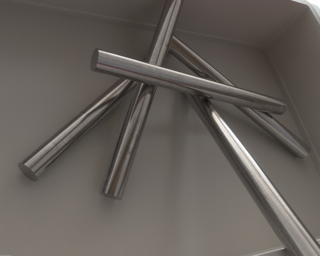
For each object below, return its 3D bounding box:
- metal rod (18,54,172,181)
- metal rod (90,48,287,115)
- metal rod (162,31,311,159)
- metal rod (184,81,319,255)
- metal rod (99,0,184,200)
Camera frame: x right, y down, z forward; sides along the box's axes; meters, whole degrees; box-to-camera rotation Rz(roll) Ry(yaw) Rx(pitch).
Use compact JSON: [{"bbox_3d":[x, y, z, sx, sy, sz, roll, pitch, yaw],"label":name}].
[{"bbox_3d":[-0.055,-0.045,0.402,0.025,0.025,0.301,41,51,-1],"label":"metal rod"},{"bbox_3d":[0.059,-0.053,0.406,0.302,0.025,0.025,9,58,-31],"label":"metal rod"},{"bbox_3d":[0.118,-0.049,0.481,0.301,0.025,0.025,37,51,-10],"label":"metal rod"},{"bbox_3d":[0.082,0.022,0.355,0.025,0.025,0.300,9,32,-24],"label":"metal rod"},{"bbox_3d":[-0.015,-0.058,0.393,0.025,0.025,0.300,23,66,-15],"label":"metal rod"}]
